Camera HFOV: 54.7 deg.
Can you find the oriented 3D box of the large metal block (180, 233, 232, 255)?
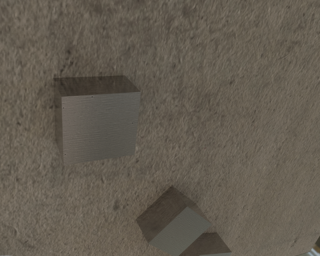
[{"bbox_3d":[0.076,0.249,0.589,0.081,0.050,0.079,11,113,-34],"label":"large metal block"}]

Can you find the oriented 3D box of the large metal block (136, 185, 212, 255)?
[{"bbox_3d":[0.023,0.152,0.499,0.080,0.050,0.080,-44,130,2],"label":"large metal block"}]

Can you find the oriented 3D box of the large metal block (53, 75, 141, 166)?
[{"bbox_3d":[-0.072,-0.011,0.346,0.081,0.050,0.079,-7,122,-25],"label":"large metal block"}]
